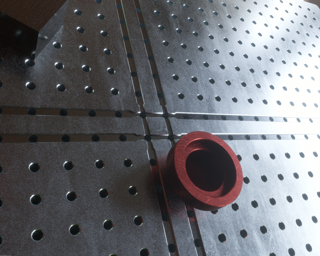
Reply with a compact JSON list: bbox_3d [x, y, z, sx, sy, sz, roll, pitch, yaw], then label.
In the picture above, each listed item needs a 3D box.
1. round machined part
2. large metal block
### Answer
[{"bbox_3d":[0.052,0.057,0.390,0.099,0.042,0.098,14,56,-21],"label":"round machined part"},{"bbox_3d":[-0.173,-0.146,0.388,0.080,0.050,0.080,28,52,-11],"label":"large metal block"}]
